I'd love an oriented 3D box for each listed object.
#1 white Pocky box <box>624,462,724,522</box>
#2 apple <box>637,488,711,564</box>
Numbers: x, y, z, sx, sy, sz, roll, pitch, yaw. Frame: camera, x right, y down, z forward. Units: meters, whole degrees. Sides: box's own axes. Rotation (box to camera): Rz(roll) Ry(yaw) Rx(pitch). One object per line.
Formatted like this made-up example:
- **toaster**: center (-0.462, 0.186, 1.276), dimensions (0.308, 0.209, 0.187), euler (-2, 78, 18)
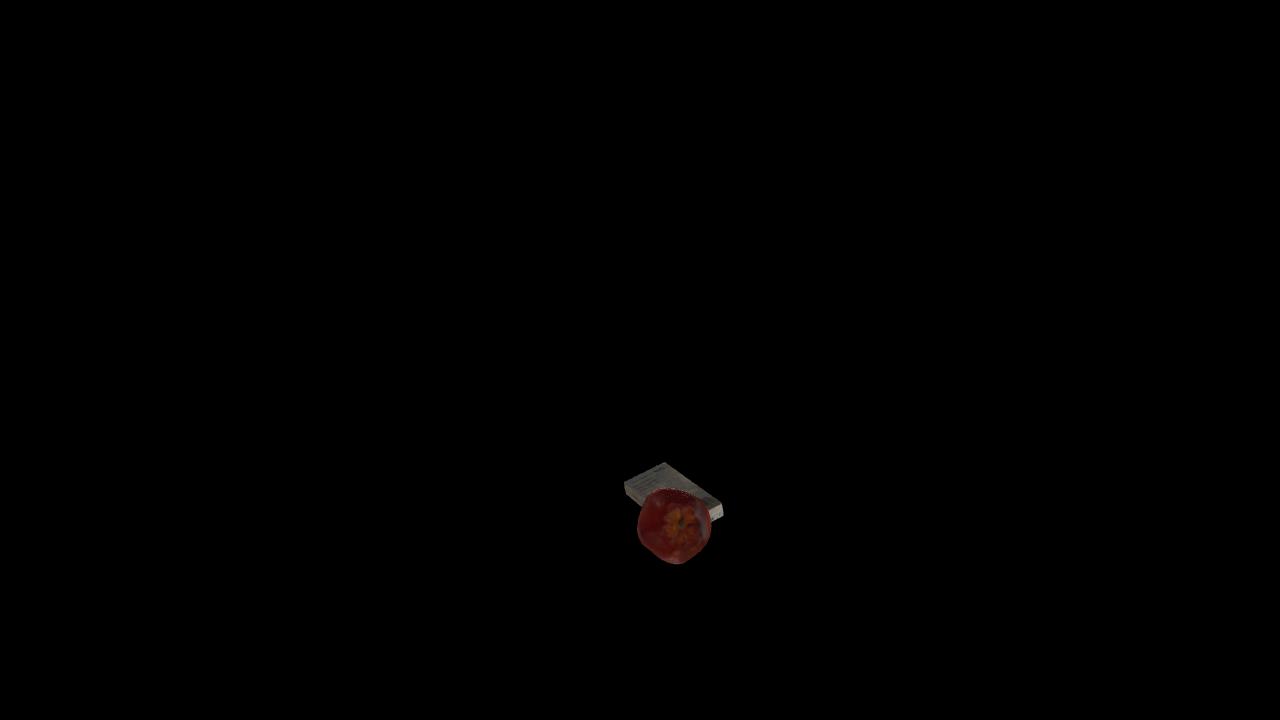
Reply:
- **white Pocky box**: center (0.049, 0.212, 0.945), dimensions (0.084, 0.028, 0.154), euler (-21, 25, -26)
- **apple**: center (0.035, 0.170, 0.640), dimensions (0.079, 0.079, 0.093), euler (0, -15, -1)
